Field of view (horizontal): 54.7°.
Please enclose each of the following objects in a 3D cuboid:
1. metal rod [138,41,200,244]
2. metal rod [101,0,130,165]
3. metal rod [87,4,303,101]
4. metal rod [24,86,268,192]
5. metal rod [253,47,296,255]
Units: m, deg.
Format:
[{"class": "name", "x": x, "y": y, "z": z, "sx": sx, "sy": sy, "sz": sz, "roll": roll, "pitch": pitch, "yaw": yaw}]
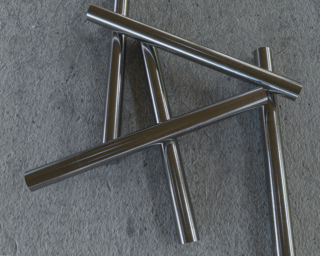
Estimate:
[{"class": "metal rod", "x": 0.006, "y": -0.005, "z": 0.409, "sx": 0.025, "sy": 0.025, "sz": 0.299, "roll": -10, "pitch": 70, "yaw": -4}, {"class": "metal rod", "x": -0.061, "y": -0.097, "z": 0.442, "sx": 0.025, "sy": 0.025, "sz": 0.299, "roll": 1, "pitch": 70, "yaw": 0}, {"class": "metal rod", "x": 0.040, "y": -0.105, "z": 0.418, "sx": 0.301, "sy": 0.025, "sz": 0.025, "roll": 23, "pitch": 72, "yaw": 8}, {"class": "metal rod", "x": -0.010, "y": 0.010, "z": 0.376, "sx": 0.302, "sy": 0.025, "sz": 0.025, "roll": -20, "pitch": 71, "yaw": -8}, {"class": "metal rod", "x": 0.145, "y": 0.030, "z": 0.397, "sx": 0.025, "sy": 0.025, "sz": 0.299, "roll": 1, "pitch": 70, "yaw": 0}]
